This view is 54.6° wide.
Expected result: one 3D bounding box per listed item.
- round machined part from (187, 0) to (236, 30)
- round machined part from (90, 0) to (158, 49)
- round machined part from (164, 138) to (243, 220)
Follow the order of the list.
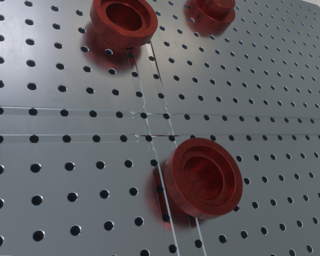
[{"bbox_3d":[0.106,-0.241,0.600,0.099,0.042,0.098,13,56,-21],"label":"round machined part"},{"bbox_3d":[-0.056,-0.158,0.463,0.099,0.042,0.098,13,56,-21],"label":"round machined part"},{"bbox_3d":[0.049,0.065,0.384,0.099,0.042,0.098,13,56,-21],"label":"round machined part"}]
